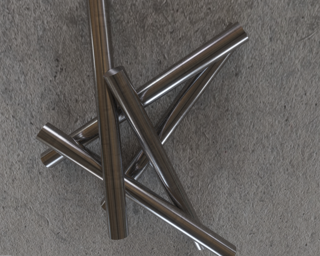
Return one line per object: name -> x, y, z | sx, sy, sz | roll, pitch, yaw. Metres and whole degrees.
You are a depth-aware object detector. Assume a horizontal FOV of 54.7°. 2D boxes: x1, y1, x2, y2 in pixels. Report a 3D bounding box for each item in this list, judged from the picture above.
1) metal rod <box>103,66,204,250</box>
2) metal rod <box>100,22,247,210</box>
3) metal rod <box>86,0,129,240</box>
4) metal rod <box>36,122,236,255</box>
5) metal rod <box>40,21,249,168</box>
metal rod -> 0.007, 0.058, 0.406 | 0.025, 0.025, 0.299 | -22, 118, 8
metal rod -> 0.009, -0.002, 0.408 | 0.025, 0.025, 0.299 | 33, 107, -11
metal rod -> -0.061, -0.017, 0.363 | 0.025, 0.025, 0.298 | -4, 95, 1
metal rod -> -0.023, 0.089, 0.404 | 0.301, 0.025, 0.025 | 35, 106, -10
metal rod -> -0.031, -0.032, 0.383 | 0.300, 0.025, 0.025 | -32, 107, 16
